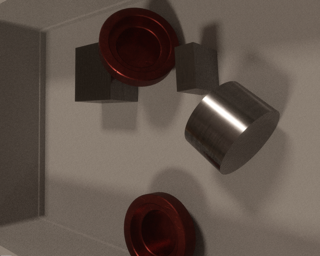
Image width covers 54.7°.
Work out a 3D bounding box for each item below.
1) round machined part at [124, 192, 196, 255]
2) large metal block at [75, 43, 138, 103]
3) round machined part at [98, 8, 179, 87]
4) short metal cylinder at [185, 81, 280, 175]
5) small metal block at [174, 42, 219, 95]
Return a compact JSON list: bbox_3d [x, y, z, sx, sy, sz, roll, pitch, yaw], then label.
[{"bbox_3d":[0.004,0.130,0.389,0.098,0.042,0.097,-2,86,39],"label":"round machined part"},{"bbox_3d":[-0.079,-0.078,0.452,0.080,0.050,0.079,2,91,40],"label":"large metal block"},{"bbox_3d":[-0.029,-0.098,0.393,0.042,0.099,0.098,136,123,-70],"label":"round machined part"},{"bbox_3d":[0.072,0.000,0.311,0.050,0.081,0.080,45,117,30],"label":"short metal cylinder"},{"bbox_3d":[0.043,-0.066,0.354,0.025,0.050,0.050,-5,87,40],"label":"small metal block"}]
